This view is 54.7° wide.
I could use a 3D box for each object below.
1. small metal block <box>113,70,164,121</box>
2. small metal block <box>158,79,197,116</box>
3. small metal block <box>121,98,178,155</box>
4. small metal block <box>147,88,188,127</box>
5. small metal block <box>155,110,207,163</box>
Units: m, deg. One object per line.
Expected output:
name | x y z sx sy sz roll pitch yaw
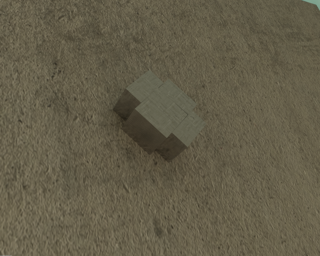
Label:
small metal block | -0.028 -0.041 0.399 0.025 0.050 0.050 43 51 1
small metal block | 0.013 -0.029 0.415 0.050 0.050 0.025 42 51 0
small metal block | -0.014 -0.001 0.383 0.050 0.050 0.025 43 51 0
small metal block | -0.001 -0.015 0.399 0.050 0.050 0.025 43 51 0
small metal block | 0.026 0.011 0.397 0.025 0.050 0.050 43 51 1
